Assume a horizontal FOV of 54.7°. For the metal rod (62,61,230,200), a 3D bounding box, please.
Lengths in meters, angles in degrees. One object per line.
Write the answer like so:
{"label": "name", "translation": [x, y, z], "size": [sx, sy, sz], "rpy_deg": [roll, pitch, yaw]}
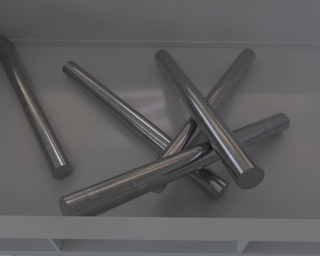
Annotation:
{"label": "metal rod", "translation": [-0.035, -0.011, 0.413], "size": [0.025, 0.025, 0.300], "rpy_deg": [-37, 59, -27]}

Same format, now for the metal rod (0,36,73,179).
{"label": "metal rod", "translation": [-0.192, -0.047, 0.442], "size": [0.025, 0.025, 0.300], "rpy_deg": [-25, 55, -20]}

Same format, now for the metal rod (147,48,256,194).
{"label": "metal rod", "translation": [0.068, -0.030, 0.409], "size": [0.025, 0.025, 0.301], "rpy_deg": [24, 48, 19]}

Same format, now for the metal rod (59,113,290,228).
{"label": "metal rod", "translation": [0.045, 0.028, 0.326], "size": [0.302, 0.025, 0.025], "rpy_deg": [-17, 50, -36]}

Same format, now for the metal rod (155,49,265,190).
{"label": "metal rod", "translation": [0.040, -0.037, 0.382], "size": [0.025, 0.025, 0.300], "rpy_deg": [-11, 35, -9]}
